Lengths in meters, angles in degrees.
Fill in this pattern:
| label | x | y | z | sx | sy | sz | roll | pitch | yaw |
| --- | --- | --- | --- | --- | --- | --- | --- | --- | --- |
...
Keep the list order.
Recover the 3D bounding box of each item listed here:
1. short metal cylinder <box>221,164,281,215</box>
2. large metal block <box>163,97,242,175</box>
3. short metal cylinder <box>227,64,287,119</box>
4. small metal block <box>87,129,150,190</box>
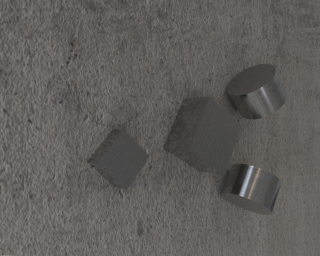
| label | x | y | z | sx | sy | sz | roll | pitch | yaw |
| --- | --- | --- | --- | --- | --- | --- | --- | --- | --- |
| short metal cylinder | 0.143 | 0.097 | 0.489 | 0.080 | 0.080 | 0.050 | 38 | 67 | -34 |
| large metal block | 0.062 | 0.012 | 0.441 | 0.080 | 0.050 | 0.080 | 35 | 68 | -35 |
| short metal cylinder | 0.156 | -0.059 | 0.499 | 0.080 | 0.080 | 0.050 | -51 | 120 | -28 |
| small metal block | -0.048 | 0.037 | 0.365 | 0.050 | 0.025 | 0.050 | 50 | 61 | -29 |
